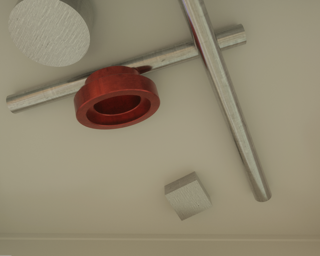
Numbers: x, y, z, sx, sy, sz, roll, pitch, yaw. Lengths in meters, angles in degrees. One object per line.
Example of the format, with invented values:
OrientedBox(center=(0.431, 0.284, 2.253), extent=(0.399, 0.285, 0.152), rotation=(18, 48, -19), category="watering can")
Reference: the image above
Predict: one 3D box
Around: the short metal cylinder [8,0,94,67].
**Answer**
OrientedBox(center=(-0.115, -0.115, 0.338), extent=(0.081, 0.050, 0.080), rotation=(-3, 137, -3), category="short metal cylinder")

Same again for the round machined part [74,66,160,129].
OrientedBox(center=(-0.052, -0.038, 0.369), extent=(0.098, 0.098, 0.042), rotation=(-17, 68, 6), category="round machined part")

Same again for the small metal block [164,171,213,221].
OrientedBox(center=(0.041, 0.099, 0.448), extent=(0.050, 0.025, 0.050), rotation=(-28, 108, 9), category="small metal block")

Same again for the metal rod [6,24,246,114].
OrientedBox(center=(-0.045, -0.071, 0.384), extent=(0.301, 0.025, 0.025), rotation=(-16, 110, 5), category="metal rod")

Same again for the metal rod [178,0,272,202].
OrientedBox(center=(0.089, -0.022, 0.386), extent=(0.025, 0.025, 0.299), rotation=(-23, 115, 8), category="metal rod")
